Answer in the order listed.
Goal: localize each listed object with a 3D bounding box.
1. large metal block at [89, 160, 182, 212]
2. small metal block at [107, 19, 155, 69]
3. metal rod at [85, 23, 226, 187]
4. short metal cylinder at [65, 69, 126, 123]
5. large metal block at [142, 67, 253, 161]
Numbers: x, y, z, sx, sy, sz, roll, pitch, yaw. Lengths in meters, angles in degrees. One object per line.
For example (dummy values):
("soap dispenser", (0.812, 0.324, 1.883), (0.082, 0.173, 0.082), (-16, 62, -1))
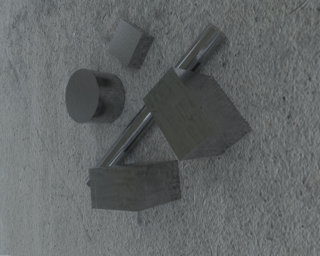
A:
("large metal block", (-0.031, 0.071, 0.395), (0.080, 0.081, 0.050), (-9, 84, 39))
("small metal block", (-0.042, -0.119, 0.440), (0.050, 0.025, 0.050), (43, 116, 31))
("metal rod", (-0.021, -0.012, 0.422), (0.299, 0.025, 0.025), (-49, 61, 29))
("short metal cylinder", (-0.099, -0.047, 0.470), (0.080, 0.050, 0.080), (0, 90, 40))
("large metal block", (0.041, -0.015, 0.335), (0.050, 0.081, 0.080), (-45, 63, 31))
